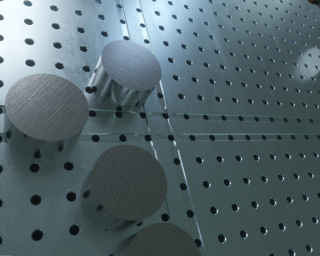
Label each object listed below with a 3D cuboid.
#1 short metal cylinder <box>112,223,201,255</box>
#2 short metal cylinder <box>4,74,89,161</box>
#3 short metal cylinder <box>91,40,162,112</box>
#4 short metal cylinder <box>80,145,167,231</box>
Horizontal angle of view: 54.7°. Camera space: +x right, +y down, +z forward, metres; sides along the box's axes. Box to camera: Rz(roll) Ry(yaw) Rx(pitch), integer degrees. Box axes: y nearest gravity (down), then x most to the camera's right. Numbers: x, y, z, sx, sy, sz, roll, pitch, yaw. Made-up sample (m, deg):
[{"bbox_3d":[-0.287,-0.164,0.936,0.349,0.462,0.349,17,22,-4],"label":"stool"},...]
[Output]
[{"bbox_3d":[-0.005,0.139,0.304,0.081,0.050,0.080,14,56,-21],"label":"short metal cylinder"},{"bbox_3d":[-0.122,-0.011,0.333,0.081,0.050,0.080,14,56,-21],"label":"short metal cylinder"},{"bbox_3d":[-0.045,-0.069,0.409,0.081,0.050,0.080,14,56,-21],"label":"short metal cylinder"},{"bbox_3d":[-0.039,0.064,0.331,0.081,0.050,0.080,14,56,-21],"label":"short metal cylinder"}]
